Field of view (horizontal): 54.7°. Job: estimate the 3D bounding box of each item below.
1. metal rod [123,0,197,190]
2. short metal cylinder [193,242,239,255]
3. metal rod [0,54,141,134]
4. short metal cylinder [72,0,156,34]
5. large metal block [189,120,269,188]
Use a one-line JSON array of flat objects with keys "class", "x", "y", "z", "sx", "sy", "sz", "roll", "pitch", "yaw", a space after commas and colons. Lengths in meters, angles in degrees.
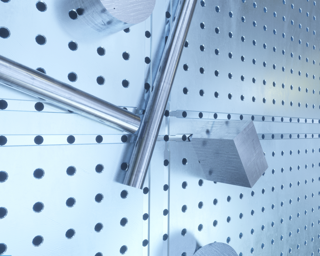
[{"class": "metal rod", "x": 0.007, "y": -0.067, "z": 0.414, "sx": 0.025, "sy": 0.025, "sz": 0.299, "roll": 26, "pitch": 74, "yaw": -37}, {"class": "short metal cylinder", "x": 0.085, "y": 0.214, "z": 0.446, "sx": 0.080, "sy": 0.080, "sz": 0.050, "roll": -48, "pitch": 119, "yaw": -29}, {"class": "metal rod", "x": -0.142, "y": -0.052, "z": 0.290, "sx": 0.302, "sy": 0.025, "sz": 0.025, "roll": 23, "pitch": 75, "yaw": -38}, {"class": "short metal cylinder", "x": -0.051, "y": -0.152, "z": 0.349, "sx": 0.081, "sy": 0.050, "sz": 0.079, "roll": 0, "pitch": 90, "yaw": -40}, {"class": "large metal block", "x": 0.101, "y": 0.036, "z": 0.459, "sx": 0.050, "sy": 0.080, "sz": 0.080, "roll": -38, "pitch": 114, "yaw": -33}]
